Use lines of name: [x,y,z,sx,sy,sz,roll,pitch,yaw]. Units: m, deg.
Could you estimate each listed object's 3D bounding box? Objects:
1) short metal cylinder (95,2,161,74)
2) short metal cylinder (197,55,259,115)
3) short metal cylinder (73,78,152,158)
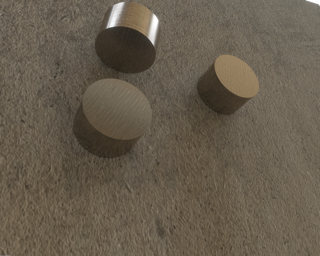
short metal cylinder: [-0.042,-0.120,0.419,0.080,0.080,0.050,20,54,-17]
short metal cylinder: [0.106,-0.067,0.486,0.081,0.050,0.080,14,56,-21]
short metal cylinder: [-0.056,-0.011,0.364,0.081,0.050,0.080,14,56,-21]
